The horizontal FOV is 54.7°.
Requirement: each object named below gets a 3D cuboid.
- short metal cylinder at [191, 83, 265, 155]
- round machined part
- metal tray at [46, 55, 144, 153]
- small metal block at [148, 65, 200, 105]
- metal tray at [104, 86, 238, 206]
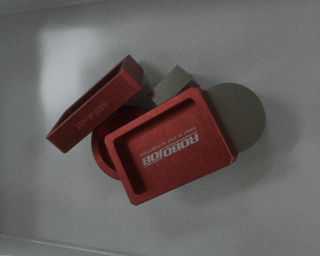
[{"bbox_3d":[0.082,-0.010,0.366,0.080,0.050,0.079,0,90,19],"label":"short metal cylinder"},{"bbox_3d":[-0.038,0.019,0.413,0.098,0.042,0.097,0,90,19],"label":"round machined part"},{"bbox_3d":[-0.080,-0.033,0.400,0.130,0.090,0.030,-38,110,15],"label":"metal tray"},{"bbox_3d":[0.019,-0.048,0.388,0.050,0.050,0.025,-44,77,13],"label":"small metal block"},{"bbox_3d":[0.009,0.022,0.352,0.130,0.030,0.090,-28,80,22],"label":"metal tray"}]
